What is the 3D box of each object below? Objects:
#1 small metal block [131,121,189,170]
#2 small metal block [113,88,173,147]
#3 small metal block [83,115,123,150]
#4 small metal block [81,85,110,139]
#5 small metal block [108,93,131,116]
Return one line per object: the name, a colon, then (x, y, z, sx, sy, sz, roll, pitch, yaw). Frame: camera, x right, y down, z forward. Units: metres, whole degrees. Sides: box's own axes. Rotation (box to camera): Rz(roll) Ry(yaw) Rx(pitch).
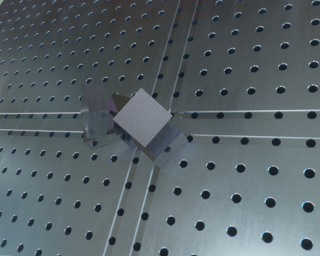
small metal block: (0.000, 0.016, 0.398, 0.050, 0.025, 0.050, -46, 51, -4)
small metal block: (-0.022, -0.012, 0.376, 0.050, 0.025, 0.050, 42, 83, -6)
small metal block: (-0.082, -0.001, 0.451, 0.050, 0.025, 0.050, -18, 55, 17)
small metal block: (-0.088, -0.022, 0.414, 0.025, 0.050, 0.050, -7, 49, -22)
small metal block: (-0.039, -0.019, 0.423, 0.050, 0.050, 0.025, 20, 73, 35)
